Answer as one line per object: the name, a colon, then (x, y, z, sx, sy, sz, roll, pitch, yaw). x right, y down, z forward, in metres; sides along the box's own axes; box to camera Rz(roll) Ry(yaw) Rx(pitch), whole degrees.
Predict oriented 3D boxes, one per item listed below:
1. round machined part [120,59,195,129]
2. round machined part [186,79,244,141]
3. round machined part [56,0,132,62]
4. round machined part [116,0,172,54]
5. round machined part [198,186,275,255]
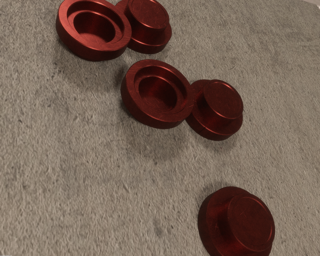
round machined part: (-0.006, -0.041, 0.416, 0.099, 0.042, 0.098, 14, 56, -21)
round machined part: (0.084, -0.033, 0.460, 0.099, 0.042, 0.098, 14, 56, -21)
round machined part: (-0.092, -0.130, 0.424, 0.099, 0.042, 0.098, 13, 56, -21)
round machined part: (-0.025, -0.167, 0.483, 0.099, 0.042, 0.098, 14, 56, -21)
round machined part: (0.099, 0.117, 0.377, 0.099, 0.042, 0.098, 14, 56, -21)
